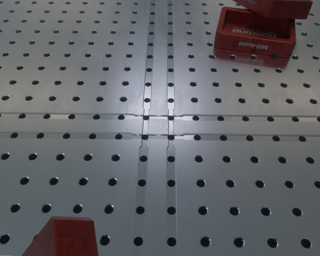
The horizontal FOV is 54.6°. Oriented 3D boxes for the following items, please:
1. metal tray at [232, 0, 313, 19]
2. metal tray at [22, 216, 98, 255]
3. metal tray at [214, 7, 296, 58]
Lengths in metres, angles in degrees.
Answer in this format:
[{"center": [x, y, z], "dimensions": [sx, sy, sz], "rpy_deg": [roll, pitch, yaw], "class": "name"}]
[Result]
[{"center": [0.203, -0.237, 0.577], "dimensions": [0.091, 0.030, 0.130], "rpy_deg": [-5, 36, -18], "class": "metal tray"}, {"center": [-0.086, 0.136, 0.229], "dimensions": [0.030, 0.129, 0.090], "rpy_deg": [15, 41, -35], "class": "metal tray"}, {"center": [0.168, -0.172, 0.549], "dimensions": [0.130, 0.030, 0.090], "rpy_deg": [11, 51, 9], "class": "metal tray"}]
